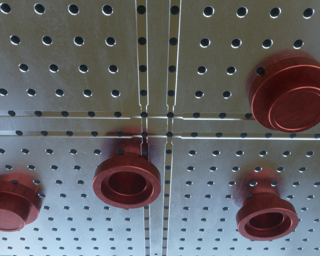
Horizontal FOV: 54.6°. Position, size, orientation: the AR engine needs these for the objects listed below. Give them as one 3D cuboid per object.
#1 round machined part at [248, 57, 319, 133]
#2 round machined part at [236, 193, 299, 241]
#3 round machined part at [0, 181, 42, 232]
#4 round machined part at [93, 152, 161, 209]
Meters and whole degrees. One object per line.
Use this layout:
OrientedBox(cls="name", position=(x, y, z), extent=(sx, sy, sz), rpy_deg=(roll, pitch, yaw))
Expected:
OrientedBox(cls="round machined part", position=(0.161, -0.032, 0.374), extent=(0.099, 0.042, 0.097), rpy_deg=(0, 130, 0))
OrientedBox(cls="round machined part", position=(0.178, 0.148, 0.527), extent=(0.099, 0.042, 0.097), rpy_deg=(0, 130, 0))
OrientedBox(cls="round machined part", position=(-0.252, 0.136, 0.514), extent=(0.099, 0.042, 0.097), rpy_deg=(0, 130, 0))
OrientedBox(cls="round machined part", position=(-0.048, 0.075, 0.463), extent=(0.099, 0.042, 0.097), rpy_deg=(0, 130, 0))
